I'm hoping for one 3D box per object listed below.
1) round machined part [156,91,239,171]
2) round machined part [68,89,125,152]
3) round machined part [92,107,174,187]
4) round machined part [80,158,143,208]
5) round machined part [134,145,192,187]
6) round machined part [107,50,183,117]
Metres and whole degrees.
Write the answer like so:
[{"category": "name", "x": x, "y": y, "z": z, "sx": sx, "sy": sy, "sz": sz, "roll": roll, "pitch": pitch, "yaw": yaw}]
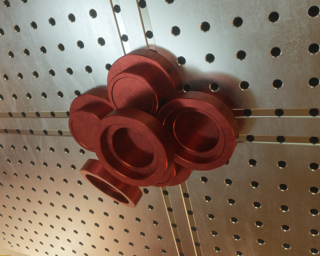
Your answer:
[{"category": "round machined part", "x": 0.047, "y": 0.000, "z": 0.375, "sx": 0.098, "sy": 0.042, "sz": 0.097, "roll": 13, "pitch": 124, "yaw": 21}, {"category": "round machined part", "x": -0.091, "y": -0.004, "z": 0.447, "sx": 0.098, "sy": 0.042, "sz": 0.097, "roll": 13, "pitch": 124, "yaw": 21}, {"category": "round machined part", "x": -0.028, "y": 0.019, "z": 0.372, "sx": 0.098, "sy": 0.042, "sz": 0.097, "roll": 13, "pitch": 124, "yaw": 21}, {"category": "round machined part", "x": -0.067, "y": 0.075, "z": 0.466, "sx": 0.098, "sy": 0.042, "sz": 0.098, "roll": 26, "pitch": 154, "yaw": 14}, {"category": "round machined part", "x": -0.003, "y": 0.042, "z": 0.428, "sx": 0.098, "sy": 0.042, "sz": 0.097, "roll": 13, "pitch": 124, "yaw": 21}, {"category": "round machined part", "x": -0.025, "y": -0.044, "z": 0.387, "sx": 0.098, "sy": 0.042, "sz": 0.097, "roll": 13, "pitch": 124, "yaw": 21}]
